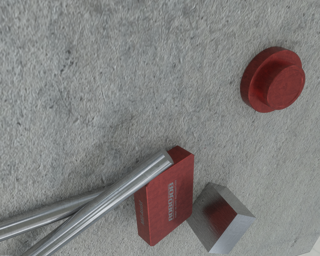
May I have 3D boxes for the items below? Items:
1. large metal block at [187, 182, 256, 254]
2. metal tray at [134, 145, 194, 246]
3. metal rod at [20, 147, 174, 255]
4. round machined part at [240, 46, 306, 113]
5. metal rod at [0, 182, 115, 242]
[{"bbox_3d":[0.098,0.151,0.521,0.050,0.080,0.080,22,106,-37],"label":"large metal block"},{"bbox_3d":[0.008,0.100,0.453,0.091,0.030,0.129,-28,132,-34],"label":"metal tray"},{"bbox_3d":[-0.108,0.124,0.394,0.300,0.025,0.025,-38,130,10],"label":"metal rod"},{"bbox_3d":[0.170,-0.065,0.451,0.099,0.042,0.097,-14,125,-21],"label":"round machined part"},{"bbox_3d":[-0.116,0.103,0.408,0.302,0.025,0.025,-16,125,-20],"label":"metal rod"}]
